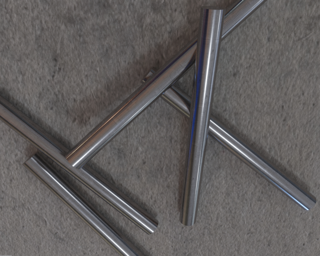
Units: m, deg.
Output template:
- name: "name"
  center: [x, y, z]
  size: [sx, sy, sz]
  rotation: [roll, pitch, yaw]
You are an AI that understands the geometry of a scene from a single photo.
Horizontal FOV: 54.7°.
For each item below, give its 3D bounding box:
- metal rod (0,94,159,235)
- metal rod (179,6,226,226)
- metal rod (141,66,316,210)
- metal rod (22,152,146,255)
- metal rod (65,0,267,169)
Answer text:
- name: "metal rod"
  center: [-0.119, 0.051, 0.426]
  size: [0.300, 0.025, 0.025]
  rotation: [42, 105, -14]
- name: "metal rod"
  center: [0.048, 0.007, 0.388]
  size: [0.025, 0.025, 0.298]
  rotation: [2, 120, -1]
- name: "metal rod"
  center: [0.101, 0.021, 0.419]
  size: [0.301, 0.025, 0.025]
  rotation: [37, 106, -13]
- name: "metal rod"
  center: [-0.084, 0.150, 0.463]
  size: [0.025, 0.025, 0.300]
  rotation: [-37, 106, 12]
- name: "metal rod"
  center: [0.007, -0.060, 0.362]
  size: [0.300, 0.025, 0.025]
  rotation: [-42, 106, 3]
